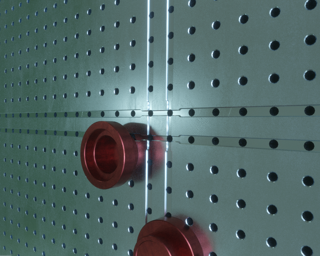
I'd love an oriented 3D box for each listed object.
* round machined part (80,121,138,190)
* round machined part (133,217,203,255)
[{"bbox_3d":[-0.071,0.039,0.458,0.098,0.042,0.097,0,90,40],"label":"round machined part"},{"bbox_3d":[0.004,0.167,0.396,0.098,0.042,0.097,0,90,40],"label":"round machined part"}]
